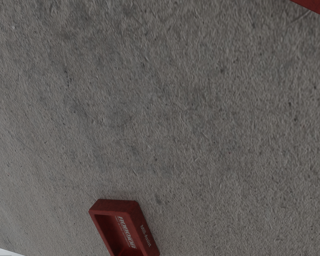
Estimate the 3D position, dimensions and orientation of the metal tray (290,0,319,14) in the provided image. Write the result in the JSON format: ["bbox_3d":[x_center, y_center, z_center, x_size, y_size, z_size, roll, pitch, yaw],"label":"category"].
[{"bbox_3d":[0.104,-0.161,0.249,0.130,0.030,0.089,30,128,8],"label":"metal tray"}]

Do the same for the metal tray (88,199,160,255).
[{"bbox_3d":[-0.063,0.188,0.552,0.090,0.030,0.129,-5,116,30],"label":"metal tray"}]
